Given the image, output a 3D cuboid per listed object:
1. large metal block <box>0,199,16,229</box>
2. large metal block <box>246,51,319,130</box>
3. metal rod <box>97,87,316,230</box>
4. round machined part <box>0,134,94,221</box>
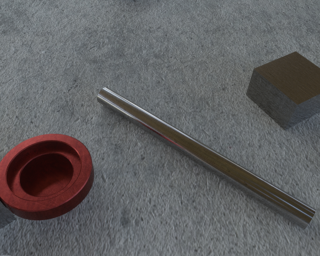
[{"bbox_3d":[-0.212,0.078,0.319,0.081,0.050,0.080,-31,57,-24],"label":"large metal block"},{"bbox_3d":[0.184,-0.054,0.435,0.081,0.050,0.080,-24,54,-19],"label":"large metal block"},{"bbox_3d":[0.038,0.025,0.382,0.300,0.025,0.025,31,56,23],"label":"metal rod"},{"bbox_3d":[-0.122,0.057,0.341,0.099,0.042,0.098,1,48,-1],"label":"round machined part"}]
